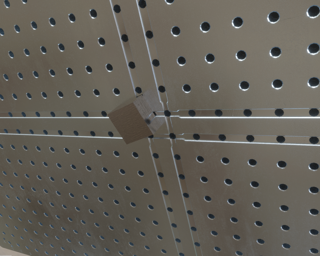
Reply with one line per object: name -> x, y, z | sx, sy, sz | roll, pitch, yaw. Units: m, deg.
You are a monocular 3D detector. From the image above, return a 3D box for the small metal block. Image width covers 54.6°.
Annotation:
small metal block -> -0.035, -0.011, 0.424 | 0.050, 0.025, 0.050 | -21, 107, 36
